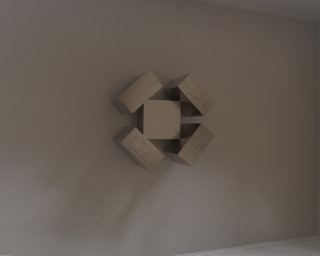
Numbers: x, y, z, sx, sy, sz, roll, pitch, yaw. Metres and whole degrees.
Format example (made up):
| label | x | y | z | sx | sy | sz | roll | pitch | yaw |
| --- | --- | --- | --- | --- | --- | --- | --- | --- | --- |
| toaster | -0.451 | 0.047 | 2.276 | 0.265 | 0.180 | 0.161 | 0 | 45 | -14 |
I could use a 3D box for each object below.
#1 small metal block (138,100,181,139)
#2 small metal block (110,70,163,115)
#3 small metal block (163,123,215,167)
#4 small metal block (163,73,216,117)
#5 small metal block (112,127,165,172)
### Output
| label | x | y | z | sx | sy | sz | roll | pitch | yaw |
| --- | --- | --- | --- | --- | --- | --- | --- | --- | --- |
| small metal block | -0.001 | -0.011 | 0.408 | 0.050 | 0.025 | 0.050 | 1 | 90 | -20 |
| small metal block | -0.030 | -0.043 | 0.384 | 0.050 | 0.050 | 0.025 | -43 | 103 | -14 |
| small metal block | 0.037 | 0.021 | 0.408 | 0.025 | 0.050 | 0.050 | 42 | 76 | -16 |
| small metal block | 0.037 | -0.042 | 0.408 | 0.025 | 0.050 | 0.050 | -47 | 106 | -15 |
| small metal block | -0.028 | 0.025 | 0.385 | 0.025 | 0.050 | 0.050 | -46 | 104 | -13 |
